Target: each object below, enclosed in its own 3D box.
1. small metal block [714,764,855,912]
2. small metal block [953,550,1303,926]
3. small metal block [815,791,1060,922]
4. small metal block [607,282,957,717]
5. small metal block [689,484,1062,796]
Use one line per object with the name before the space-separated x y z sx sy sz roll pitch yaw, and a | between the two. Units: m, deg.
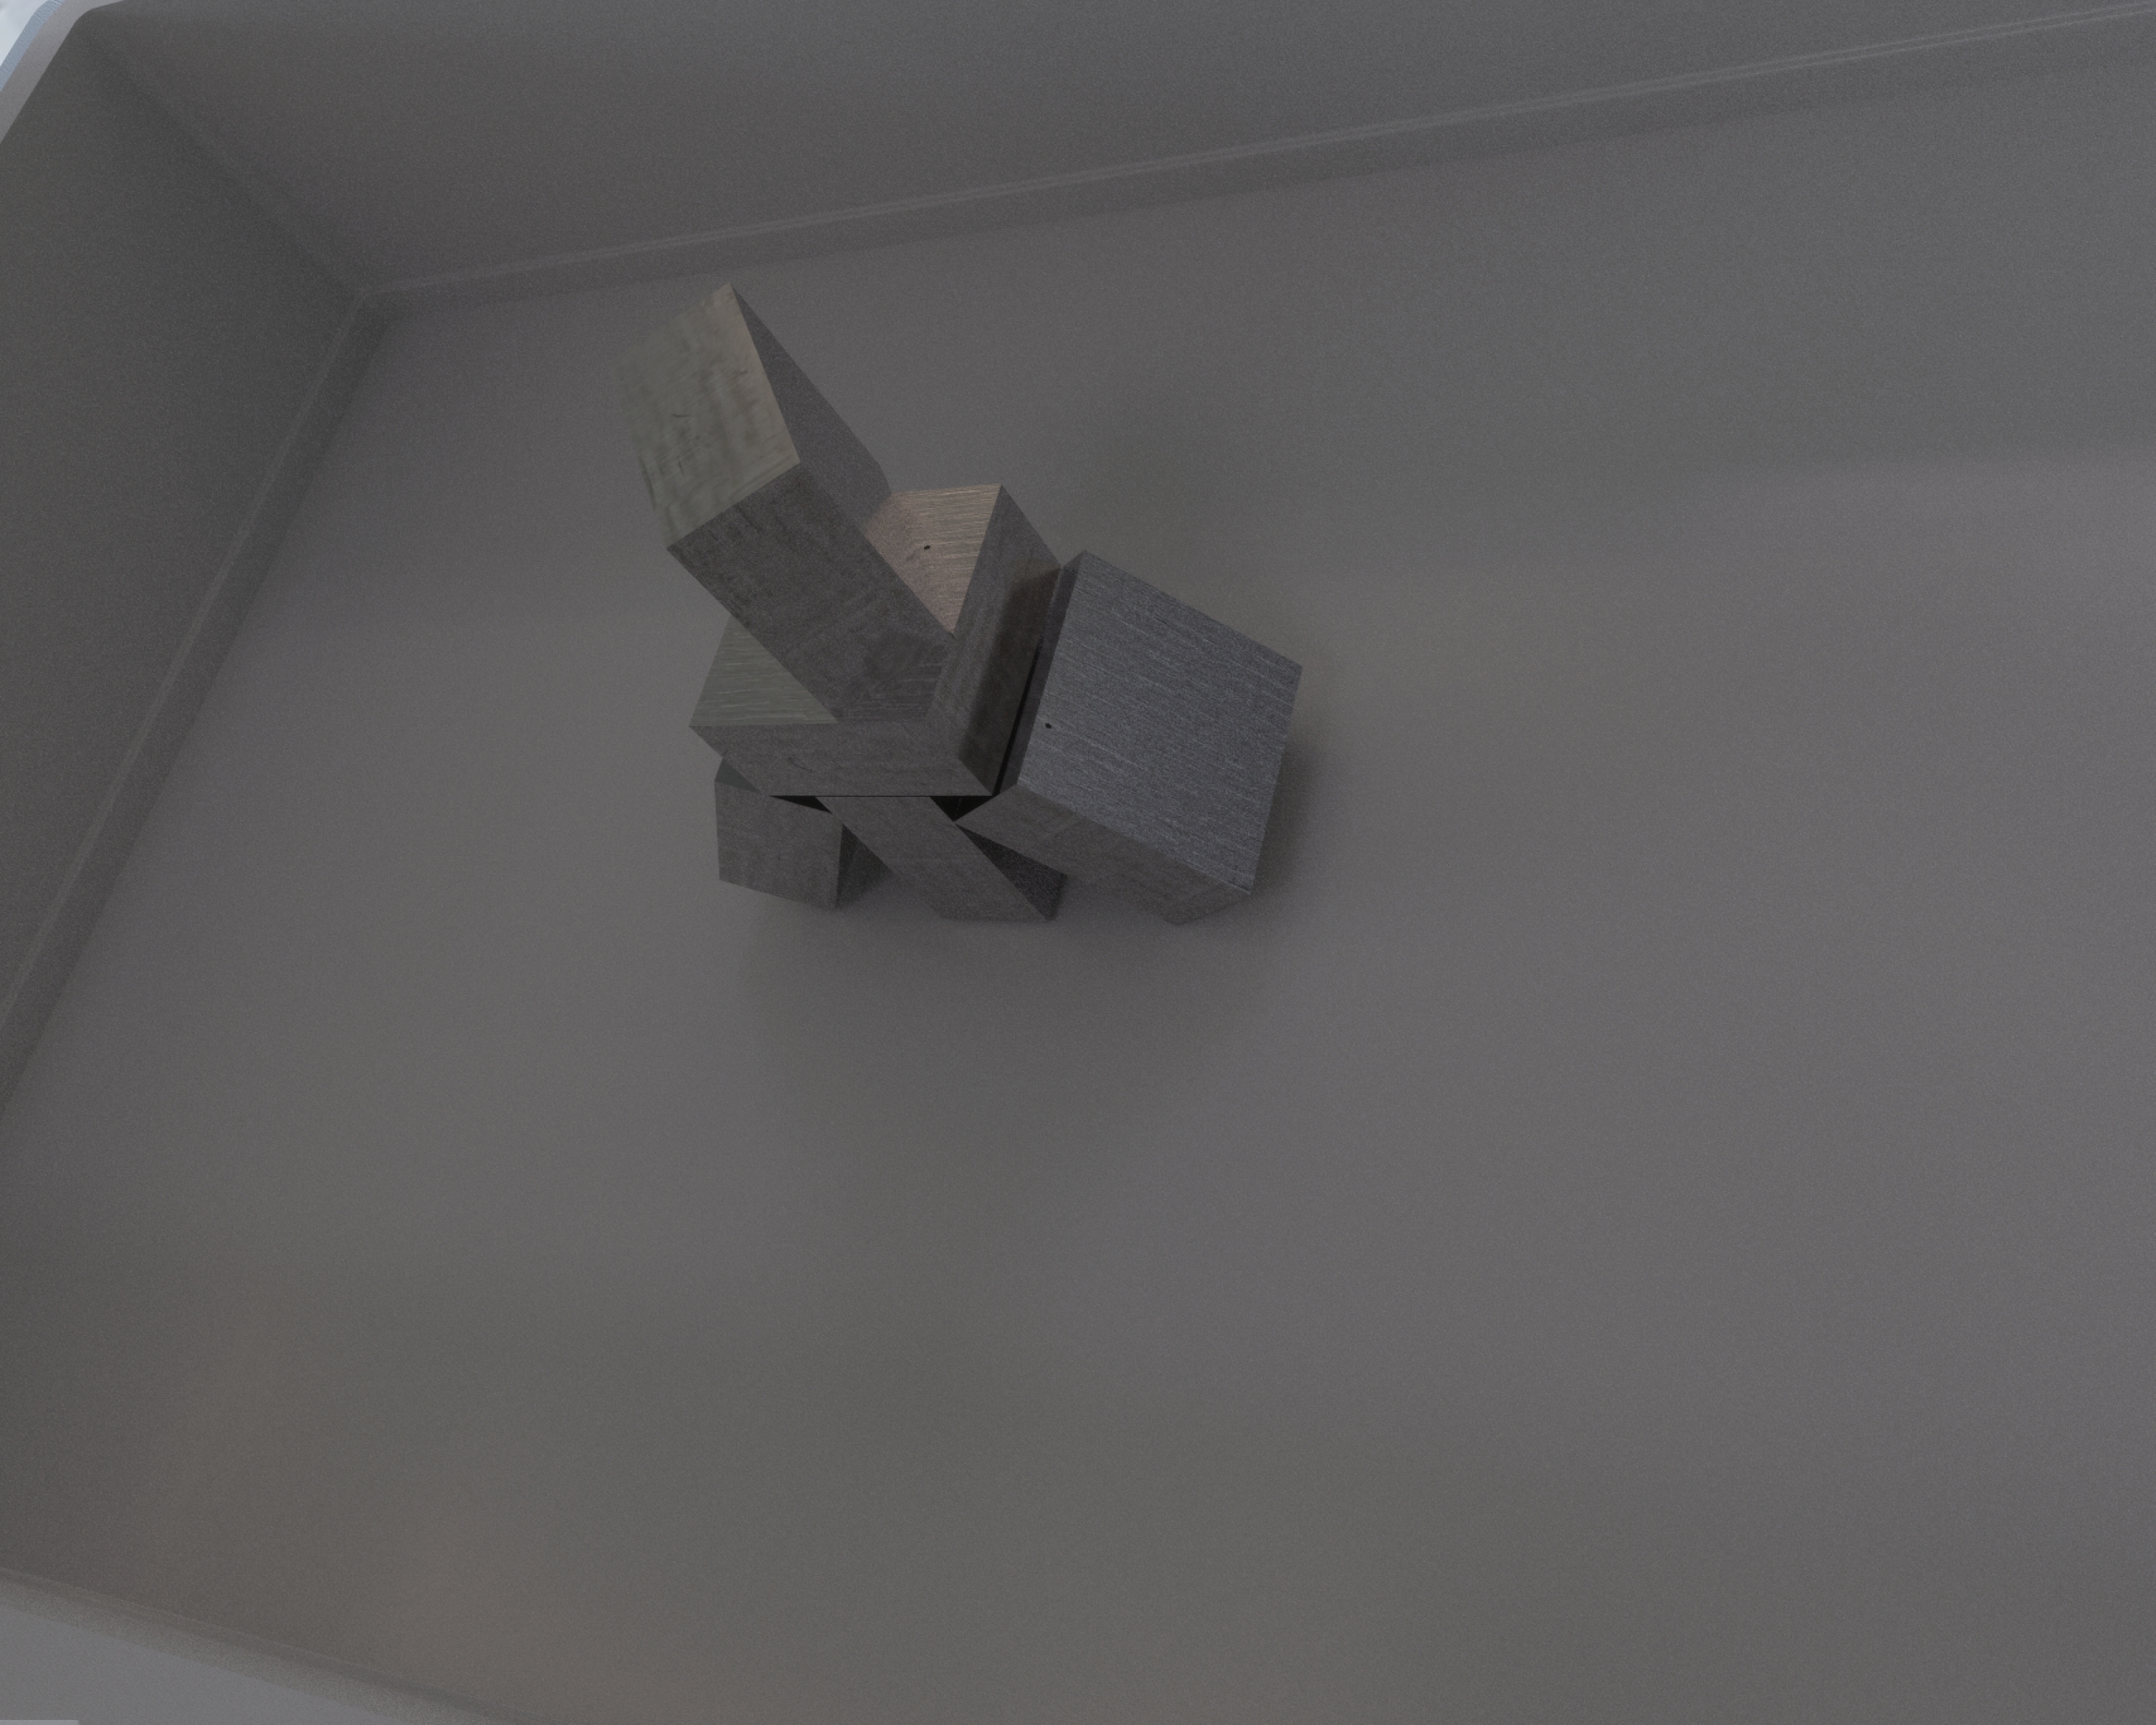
small metal block | -0.054 -0.024 0.427 0.025 0.050 0.050 16 66 -2
small metal block | 0.010 -0.023 0.393 0.025 0.050 0.050 -28 42 56
small metal block | -0.021 -0.022 0.412 0.025 0.050 0.050 1 62 29
small metal block | -0.050 -0.061 0.354 0.025 0.050 0.050 -31 51 9
small metal block | -0.036 -0.040 0.382 0.050 0.025 0.050 1 62 28
